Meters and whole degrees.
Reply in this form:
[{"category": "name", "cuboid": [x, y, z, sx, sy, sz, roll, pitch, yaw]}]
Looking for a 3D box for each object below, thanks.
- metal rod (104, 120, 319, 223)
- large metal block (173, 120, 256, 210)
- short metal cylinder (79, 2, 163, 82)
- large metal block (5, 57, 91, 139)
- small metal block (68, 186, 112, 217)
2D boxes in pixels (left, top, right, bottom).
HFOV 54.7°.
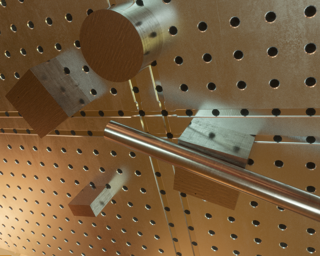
[{"category": "metal rod", "cuboid": [0.075, 0.051, 0.338, 0.301, 0.025, 0.025, 20, 126, 15]}, {"category": "large metal block", "cuboid": [0.066, 0.045, 0.387, 0.080, 0.050, 0.079, 16, 125, 19]}, {"category": "short metal cylinder", "cuboid": [-0.043, -0.099, 0.355, 0.080, 0.050, 0.079, 13, 124, 20]}, {"category": "large metal block", "cuboid": [-0.164, -0.042, 0.453, 0.080, 0.050, 0.080, -29, 103, 37]}, {"category": "small metal block", "cuboid": [-0.120, 0.125, 0.533, 0.050, 0.050, 0.025, -7, 115, 31]}]
